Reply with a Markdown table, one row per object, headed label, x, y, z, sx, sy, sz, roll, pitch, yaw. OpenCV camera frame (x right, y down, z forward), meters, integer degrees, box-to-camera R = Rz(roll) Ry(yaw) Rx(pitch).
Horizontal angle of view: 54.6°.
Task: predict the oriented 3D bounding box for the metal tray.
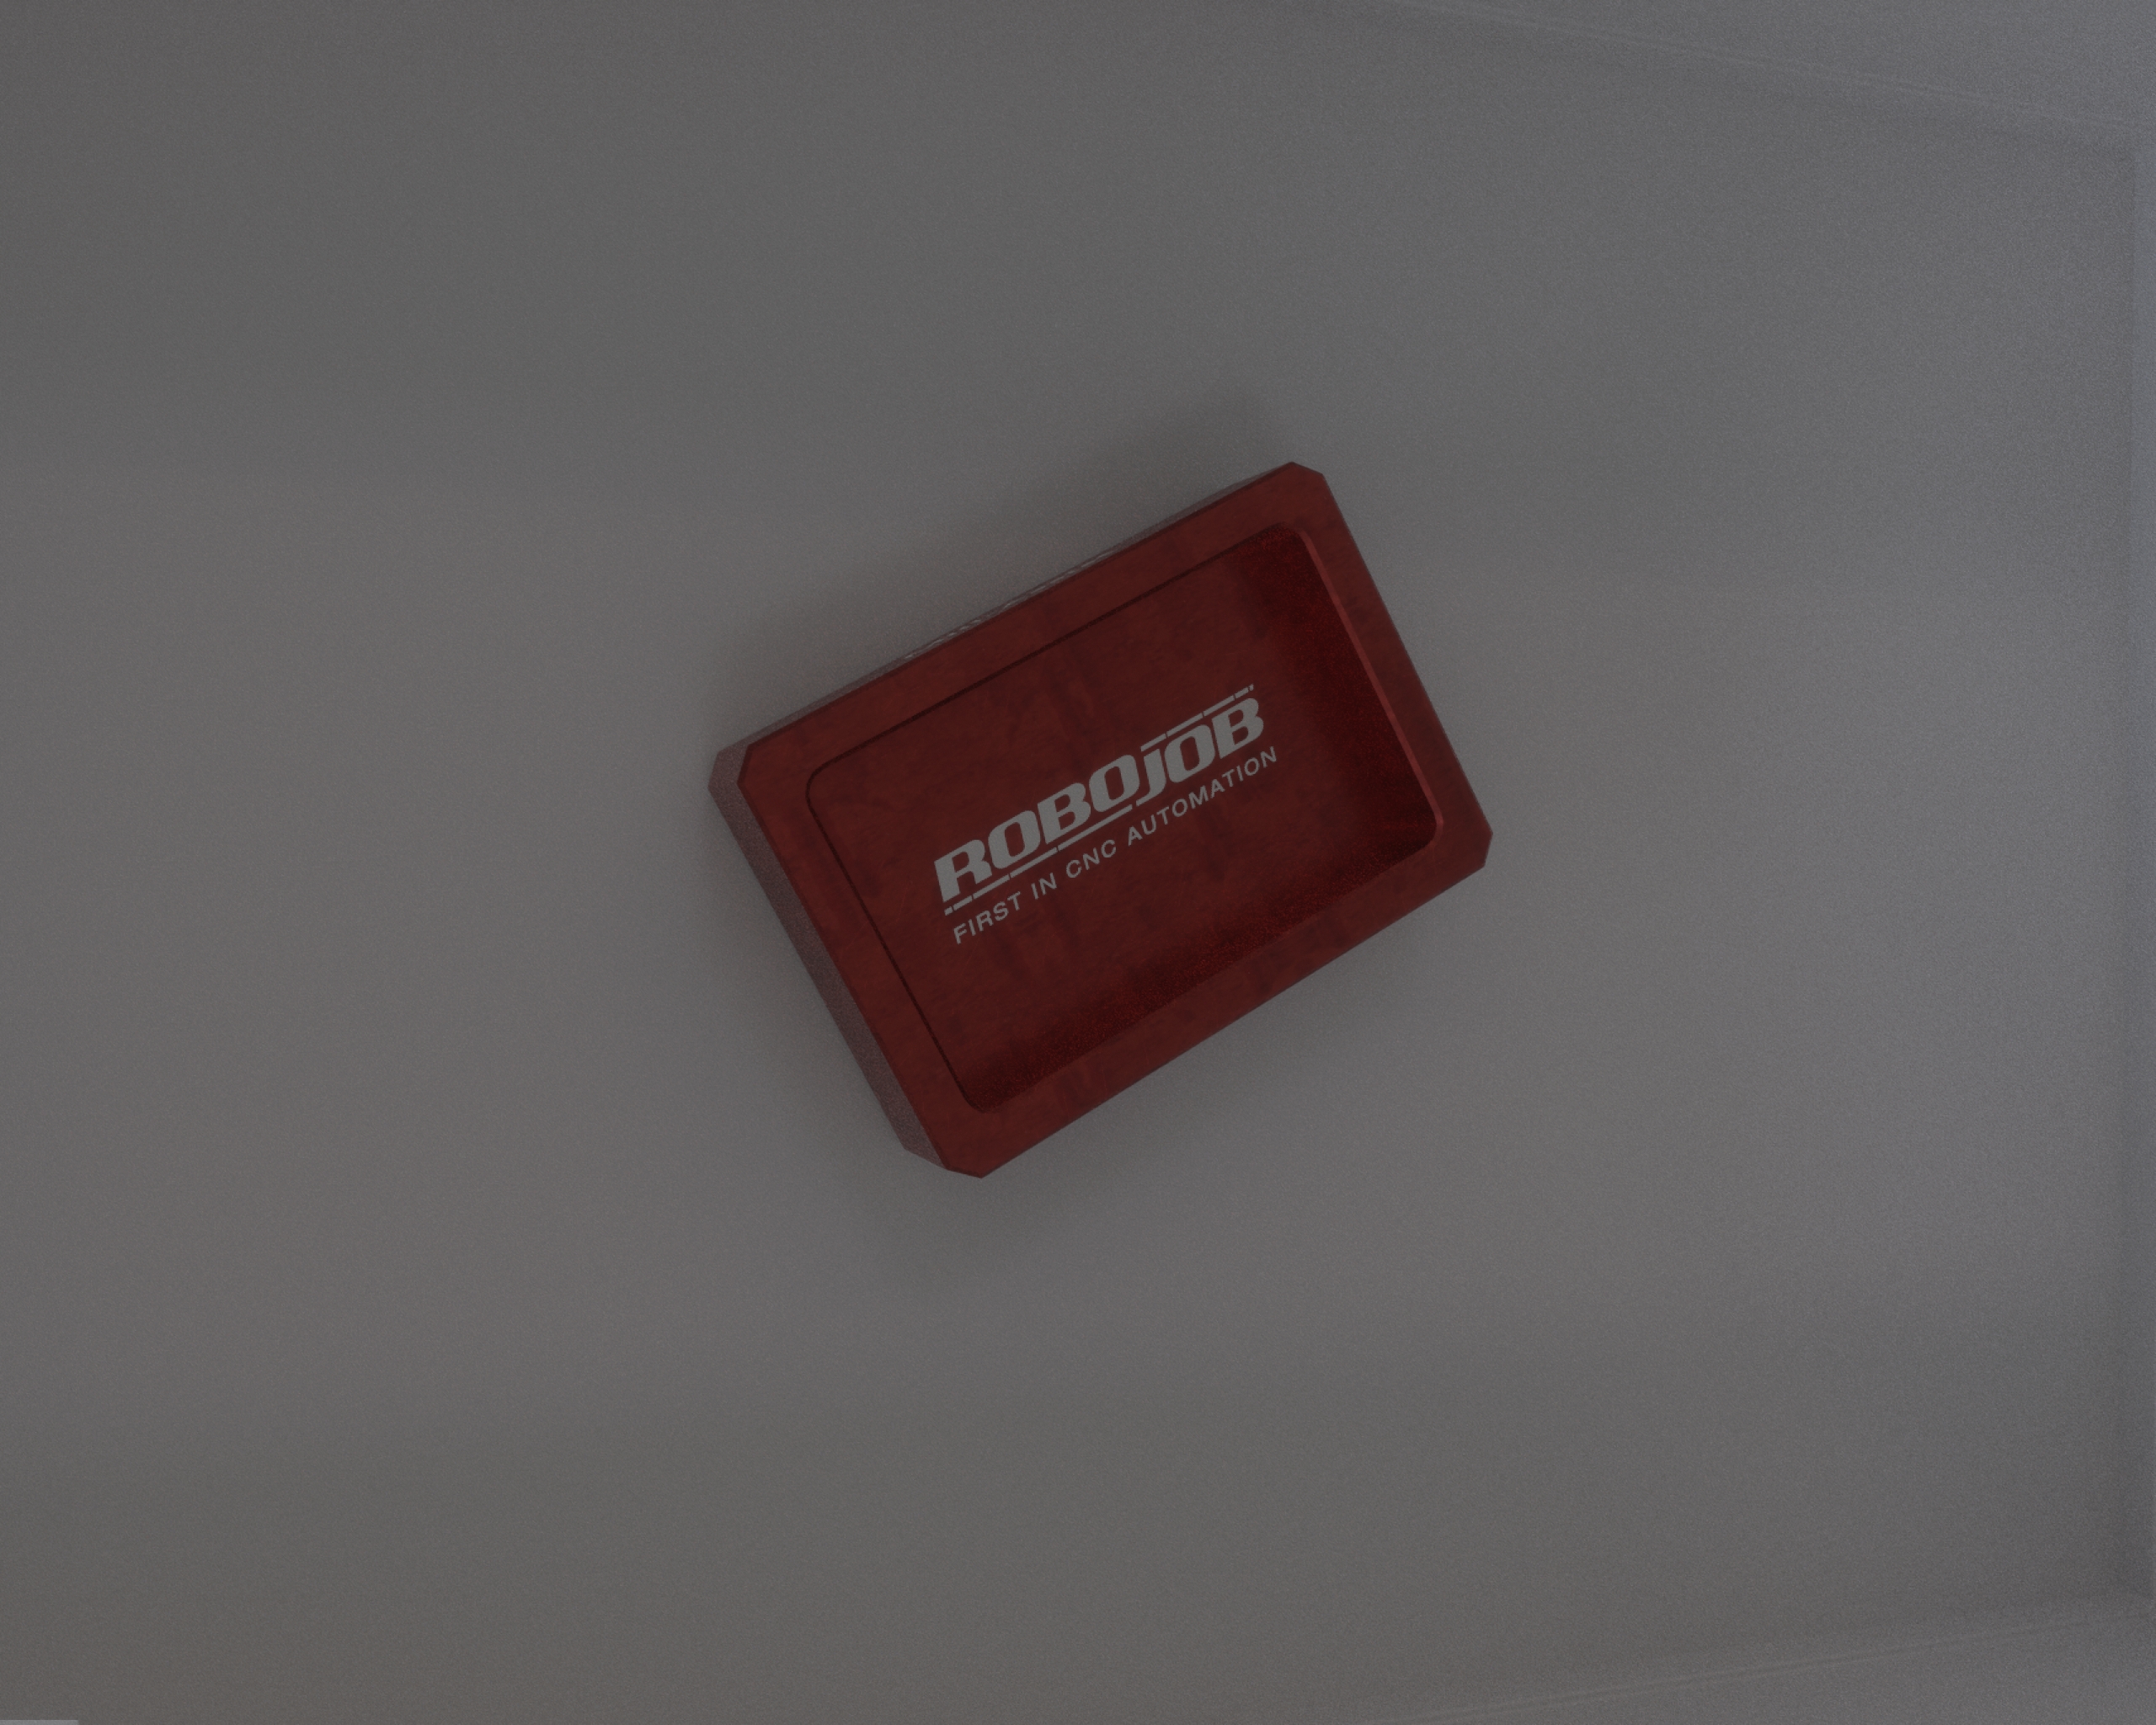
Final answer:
| label | x | y | z | sx | sy | sz | roll | pitch | yaw |
| --- | --- | --- | --- | --- | --- | --- | --- | --- | --- |
| metal tray | 0.007 | -0.010 | 0.407 | 0.131 | 0.030 | 0.090 | -30 | 100 | -18 |
